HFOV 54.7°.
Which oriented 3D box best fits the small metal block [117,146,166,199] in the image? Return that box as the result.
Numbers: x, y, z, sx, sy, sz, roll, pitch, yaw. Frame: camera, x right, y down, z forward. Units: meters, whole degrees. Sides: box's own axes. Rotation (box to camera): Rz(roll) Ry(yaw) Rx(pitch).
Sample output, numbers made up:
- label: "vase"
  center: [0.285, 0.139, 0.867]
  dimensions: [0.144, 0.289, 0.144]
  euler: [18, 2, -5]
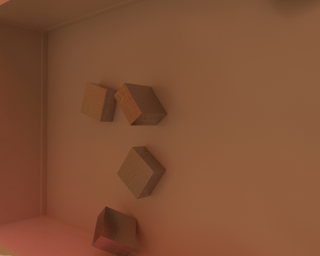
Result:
- label: "small metal block"
  center: [-0.026, 0.061, 0.429]
  dimensions: [0.050, 0.025, 0.050]
  euler: [45, 117, 30]

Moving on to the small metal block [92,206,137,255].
- label: "small metal block"
  center: [-0.062, 0.144, 0.428]
  dimensions: [0.025, 0.050, 0.050]
  euler: [-53, 20, 27]

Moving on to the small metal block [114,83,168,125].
- label: "small metal block"
  center: [-0.025, -0.031, 0.412]
  dimensions: [0.025, 0.050, 0.050]
  euler: [-45, 63, 31]

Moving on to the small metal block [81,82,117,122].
- label: "small metal block"
  center: [-0.095, -0.041, 0.485]
  dimensions: [0.050, 0.025, 0.050]
  euler: [23, 105, 37]
